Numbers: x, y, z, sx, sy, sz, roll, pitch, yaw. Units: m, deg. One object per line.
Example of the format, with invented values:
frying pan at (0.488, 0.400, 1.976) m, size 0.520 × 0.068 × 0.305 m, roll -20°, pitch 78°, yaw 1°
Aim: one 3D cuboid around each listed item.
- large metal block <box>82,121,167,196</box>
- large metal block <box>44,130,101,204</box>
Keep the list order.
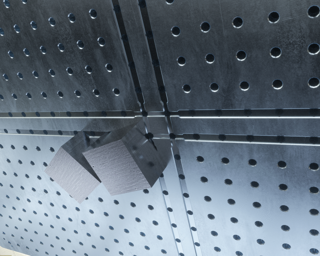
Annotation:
large metal block at (-0.051, 0.046, 0.451) m, size 0.080 × 0.050 × 0.080 m, roll -19°, pitch 108°, yaw 35°
large metal block at (-0.129, 0.065, 0.504) m, size 0.080 × 0.050 × 0.080 m, roll 43°, pitch 129°, yaw -2°
